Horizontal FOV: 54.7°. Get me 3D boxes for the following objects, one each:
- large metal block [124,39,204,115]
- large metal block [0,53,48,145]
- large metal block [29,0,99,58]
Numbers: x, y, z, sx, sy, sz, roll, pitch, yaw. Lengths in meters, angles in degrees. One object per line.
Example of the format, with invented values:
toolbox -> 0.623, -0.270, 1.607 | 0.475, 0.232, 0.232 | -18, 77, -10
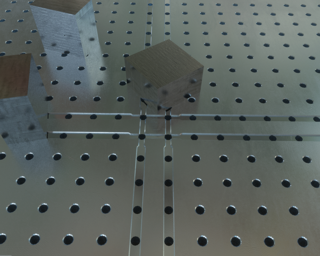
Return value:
large metal block -> 0.005, -0.077, 0.457 | 0.081, 0.050, 0.080 | -29, 56, -23
large metal block -> -0.182, -0.037, 0.401 | 0.050, 0.080, 0.080 | -9, 51, -8
large metal block -> -0.155, -0.172, 0.514 | 0.080, 0.080, 0.050 | 16, 52, 13
